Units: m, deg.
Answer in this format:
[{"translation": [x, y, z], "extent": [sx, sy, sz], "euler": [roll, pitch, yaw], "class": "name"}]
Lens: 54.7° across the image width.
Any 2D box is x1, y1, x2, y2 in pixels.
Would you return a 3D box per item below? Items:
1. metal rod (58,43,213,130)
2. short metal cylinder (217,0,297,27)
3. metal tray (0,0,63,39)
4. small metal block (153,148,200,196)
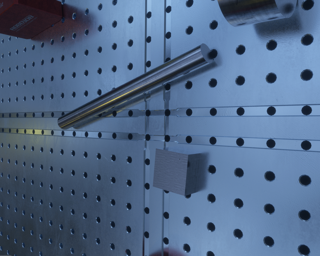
[{"translation": [-0.057, -0.048, 0.454], "extent": [0.299, 0.025, 0.025], "euler": [-19, 78, 38], "class": "metal rod"}, {"translation": [0.094, -0.142, 0.295], "extent": [0.050, 0.081, 0.079], "euler": [2, 92, 40], "class": "short metal cylinder"}, {"translation": [-0.254, -0.207, 0.572], "extent": [0.130, 0.091, 0.030], "euler": [-10, 84, 39], "class": "metal tray"}, {"translation": [0.020, 0.053, 0.391], "extent": [0.050, 0.025, 0.050], "euler": [8, 95, 39], "class": "small metal block"}]
